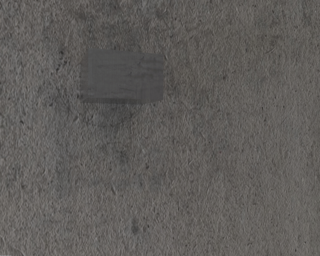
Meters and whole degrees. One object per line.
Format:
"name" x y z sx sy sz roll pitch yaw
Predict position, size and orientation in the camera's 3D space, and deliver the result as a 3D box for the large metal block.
"large metal block" -0.048 -0.056 0.362 0.081 0.080 0.050 0 90 -20
